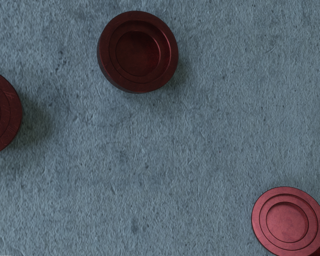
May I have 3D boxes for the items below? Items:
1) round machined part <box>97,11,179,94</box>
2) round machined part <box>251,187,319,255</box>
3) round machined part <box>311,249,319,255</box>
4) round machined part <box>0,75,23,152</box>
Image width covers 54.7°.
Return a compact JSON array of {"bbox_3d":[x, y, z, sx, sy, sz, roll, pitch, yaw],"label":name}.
[{"bbox_3d":[-0.030,-0.091,0.389,0.099,0.042,0.097,0,90,-20],"label":"round machined part"},{"bbox_3d":[0.183,0.138,0.450,0.098,0.042,0.098,-5,67,12],"label":"round machined part"},{"bbox_3d":[0.243,0.189,0.490,0.099,0.042,0.097,0,90,-20],"label":"round machined part"},{"bbox_3d":[-0.198,-0.015,0.327,0.099,0.042,0.097,0,90,-20],"label":"round machined part"}]
